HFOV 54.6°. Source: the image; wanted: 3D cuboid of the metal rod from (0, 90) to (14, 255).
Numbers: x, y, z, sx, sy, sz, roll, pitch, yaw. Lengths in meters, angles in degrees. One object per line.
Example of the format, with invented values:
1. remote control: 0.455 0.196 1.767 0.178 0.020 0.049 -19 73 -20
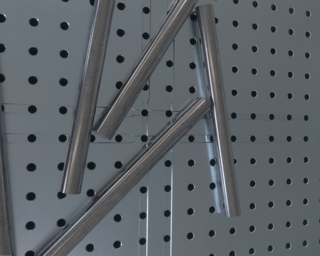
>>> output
1. metal rod: -0.183 0.058 0.345 0.025 0.025 0.298 -5 92 -20

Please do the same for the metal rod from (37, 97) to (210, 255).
1. metal rod: -0.043 0.068 0.396 0.301 0.025 0.025 -44 104 -15

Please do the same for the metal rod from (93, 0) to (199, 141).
1. metal rod: 0.003 -0.117 0.413 0.025 0.025 0.300 34 79 -17

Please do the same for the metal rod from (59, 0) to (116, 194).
1. metal rod: -0.083 -0.070 0.381 0.025 0.025 0.299 11 86 -20

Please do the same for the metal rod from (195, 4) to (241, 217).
1. metal rod: 0.084 -0.022 0.442 0.025 0.025 0.298 -10 93 -20
